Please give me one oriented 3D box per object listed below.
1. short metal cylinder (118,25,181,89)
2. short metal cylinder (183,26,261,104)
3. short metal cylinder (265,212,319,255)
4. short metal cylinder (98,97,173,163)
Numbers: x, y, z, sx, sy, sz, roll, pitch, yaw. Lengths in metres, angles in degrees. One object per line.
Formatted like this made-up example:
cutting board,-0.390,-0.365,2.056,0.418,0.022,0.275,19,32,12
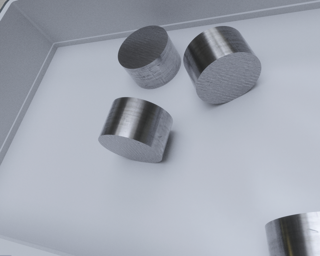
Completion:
short metal cylinder,-0.015,-0.105,0.462,0.080,0.050,0.080,-13,56,21
short metal cylinder,0.074,-0.075,0.378,0.080,0.080,0.050,-27,53,11
short metal cylinder,0.128,0.101,0.242,0.080,0.080,0.050,-12,57,21
short metal cylinder,-0.029,0.004,0.383,0.080,0.080,0.050,3,63,30
